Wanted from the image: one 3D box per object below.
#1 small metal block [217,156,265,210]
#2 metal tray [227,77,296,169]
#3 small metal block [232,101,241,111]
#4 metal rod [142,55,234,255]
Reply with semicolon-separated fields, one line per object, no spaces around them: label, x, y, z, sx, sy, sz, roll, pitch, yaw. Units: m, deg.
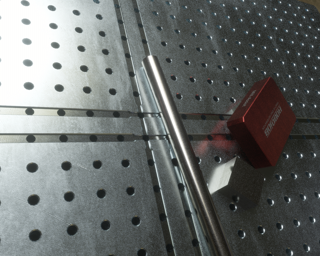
small metal block;0.112;0.076;0.425;0.050;0.025;0.050;35;51;-6
metal tray;0.163;-0.011;0.485;0.090;0.030;0.131;54;50;-13
small metal block;0.154;-0.021;0.506;0.050;0.025;0.050;-13;69;-34
metal rod;0.031;0.031;0.407;0.025;0.025;0.299;-6;65;-31
